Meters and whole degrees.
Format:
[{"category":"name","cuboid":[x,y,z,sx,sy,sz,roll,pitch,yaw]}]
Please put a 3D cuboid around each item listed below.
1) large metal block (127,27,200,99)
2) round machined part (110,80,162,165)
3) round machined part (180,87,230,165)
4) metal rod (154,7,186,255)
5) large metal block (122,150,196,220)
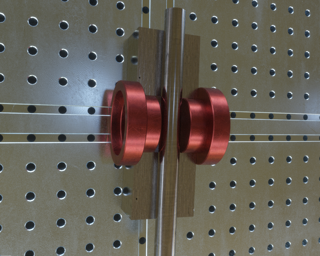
[{"category":"large metal block","cuboid":[0.003,-0.078,0.400,0.081,0.050,0.080,2,89,-20]},{"category":"round machined part","cuboid":[-0.029,-0.005,0.362,0.042,0.098,0.097,2,90,-20]},{"category":"round machined part","cuboid":[0.047,-0.002,0.391,0.042,0.098,0.097,2,90,-15]},{"category":"metal rod","cuboid":[0.011,0.011,0.363,0.025,0.025,0.298,3,89,-20]},{"category":"large metal block","cuboid":[-0.002,0.069,0.398,0.081,0.050,0.080,3,89,-20]}]
